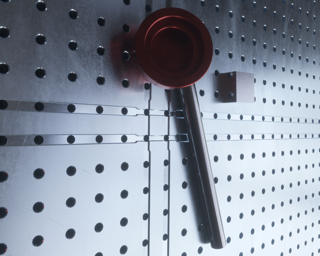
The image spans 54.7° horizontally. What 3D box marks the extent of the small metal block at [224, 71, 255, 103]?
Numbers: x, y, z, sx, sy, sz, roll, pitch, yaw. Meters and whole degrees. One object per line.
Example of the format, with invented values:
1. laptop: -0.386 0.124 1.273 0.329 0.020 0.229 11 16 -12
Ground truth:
1. small metal block: 0.134 -0.067 0.521 0.050 0.025 0.050 -2 91 -40

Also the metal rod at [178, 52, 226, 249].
1. metal rod: 0.060 0.040 0.459 0.025 0.025 0.298 -21 103 -38

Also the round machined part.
1. round machined part: 0.013 -0.097 0.393 0.099 0.042 0.097 0 90 -15
